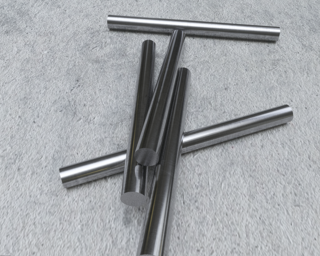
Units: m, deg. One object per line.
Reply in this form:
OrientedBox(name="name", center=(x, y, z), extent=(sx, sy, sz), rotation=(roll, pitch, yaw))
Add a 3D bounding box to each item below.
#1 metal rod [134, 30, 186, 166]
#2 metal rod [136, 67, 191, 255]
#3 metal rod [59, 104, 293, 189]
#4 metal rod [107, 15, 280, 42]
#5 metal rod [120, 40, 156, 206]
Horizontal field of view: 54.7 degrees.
OrientedBox(name="metal rod", center=(0.009, -0.065, 0.422), extent=(0.025, 0.025, 0.300), rotation=(7, 40, 6))
OrientedBox(name="metal rod", center=(0.014, 0.012, 0.356), extent=(0.025, 0.025, 0.300), rotation=(6, 39, 5))
OrientedBox(name="metal rod", center=(0.031, 0.018, 0.387), extent=(0.302, 0.025, 0.025), rotation=(-15, 52, -13))
OrientedBox(name="metal rod", center=(0.057, -0.179, 0.553), extent=(0.302, 0.025, 0.025), rotation=(6, 50, 4))
OrientedBox(name="metal rod", center=(-0.022, -0.034, 0.408), extent=(0.025, 0.025, 0.300), rotation=(1, 43, 1))
